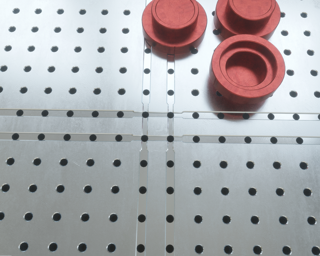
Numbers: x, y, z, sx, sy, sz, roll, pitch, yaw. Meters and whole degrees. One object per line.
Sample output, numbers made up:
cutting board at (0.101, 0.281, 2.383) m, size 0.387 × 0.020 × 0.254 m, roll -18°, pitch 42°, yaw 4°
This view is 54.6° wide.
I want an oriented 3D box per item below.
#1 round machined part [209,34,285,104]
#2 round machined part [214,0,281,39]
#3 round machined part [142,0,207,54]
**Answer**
round machined part at (0.118, -0.077, 0.432) m, size 0.099 × 0.042 × 0.098 m, roll 0°, pitch 70°, yaw 0°
round machined part at (0.134, -0.177, 0.468) m, size 0.099 × 0.042 × 0.098 m, roll 0°, pitch 70°, yaw 0°
round machined part at (0.022, -0.163, 0.462) m, size 0.099 × 0.042 × 0.098 m, roll 0°, pitch 70°, yaw 0°
